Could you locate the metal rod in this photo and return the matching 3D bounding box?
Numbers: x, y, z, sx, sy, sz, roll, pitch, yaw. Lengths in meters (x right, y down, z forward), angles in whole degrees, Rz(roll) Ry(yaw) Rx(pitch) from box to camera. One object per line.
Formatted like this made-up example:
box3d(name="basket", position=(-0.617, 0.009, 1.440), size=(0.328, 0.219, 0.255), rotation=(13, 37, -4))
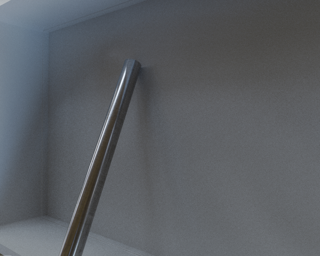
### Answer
box3d(name="metal rod", position=(-0.075, 0.045, 0.393), size=(0.025, 0.025, 0.299), rotation=(-2, 64, 40))
